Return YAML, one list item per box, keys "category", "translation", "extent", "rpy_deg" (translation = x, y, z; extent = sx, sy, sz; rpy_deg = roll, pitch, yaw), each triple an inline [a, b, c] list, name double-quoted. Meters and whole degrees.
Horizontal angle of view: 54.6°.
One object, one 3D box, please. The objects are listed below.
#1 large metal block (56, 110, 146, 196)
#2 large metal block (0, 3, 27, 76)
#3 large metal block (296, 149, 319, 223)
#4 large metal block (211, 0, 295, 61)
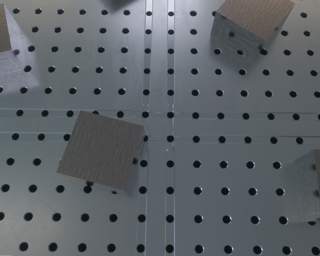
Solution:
- category: "large metal block"
  translation: [-0.069, 0.032, 0.386]
  extent: [0.080, 0.050, 0.080]
  rpy_deg: [14, 71, 5]
- category: "large metal block"
  translation: [-0.246, -0.120, 0.441]
  extent: [0.080, 0.050, 0.080]
  rpy_deg: [-16, 71, -6]
- category: "large metal block"
  translation: [0.219, 0.073, 0.373]
  extent: [0.080, 0.050, 0.080]
  rpy_deg: [3, 70, 1]
- category: "large metal block"
  translation: [0.135, -0.161, 0.458]
  extent: [0.080, 0.050, 0.080]
  rpy_deg: [36, 74, 12]
